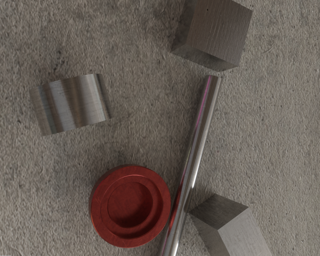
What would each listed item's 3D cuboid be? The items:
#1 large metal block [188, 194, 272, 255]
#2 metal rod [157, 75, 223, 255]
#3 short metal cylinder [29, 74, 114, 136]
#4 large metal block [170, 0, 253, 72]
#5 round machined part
[{"bbox_3d":[0.092,0.143,0.416,0.050,0.080,0.080,-30,100,-18],"label":"large metal block"},{"bbox_3d":[0.036,0.073,0.423,0.025,0.025,0.299,18,84,-20],"label":"metal rod"},{"bbox_3d":[-0.097,-0.026,0.344,0.081,0.080,0.050,-16,96,-20],"label":"short metal cylinder"},{"bbox_3d":[0.070,-0.131,0.423,0.081,0.050,0.080,17,84,-20],"label":"large metal block"},{"bbox_3d":[-0.039,0.093,0.387,0.099,0.042,0.097,0,90,-21],"label":"round machined part"}]
